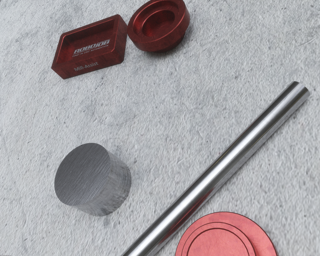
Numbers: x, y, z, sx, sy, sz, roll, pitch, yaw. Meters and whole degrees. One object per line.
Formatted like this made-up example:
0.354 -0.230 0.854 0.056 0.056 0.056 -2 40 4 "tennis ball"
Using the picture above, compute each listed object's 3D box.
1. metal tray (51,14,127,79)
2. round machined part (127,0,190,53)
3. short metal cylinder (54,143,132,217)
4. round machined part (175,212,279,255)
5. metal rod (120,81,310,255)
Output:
-0.124 -0.144 0.551 0.130 0.030 0.090 -10 57 22 "metal tray"
0.001 -0.158 0.488 0.098 0.042 0.098 -13 56 20 "round machined part"
-0.083 0.065 0.390 0.080 0.050 0.080 -13 56 20 "short metal cylinder"
0.058 0.126 0.285 0.098 0.042 0.098 -13 56 20 "round machined part"
0.051 0.062 0.338 0.300 0.025 0.025 -45 51 -4 "metal rod"
